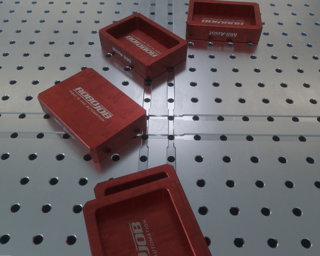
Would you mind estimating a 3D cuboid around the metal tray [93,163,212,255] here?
[{"bbox_3d":[-0.009,0.106,0.315,0.091,0.030,0.130,-14,52,-12],"label":"metal tray"}]

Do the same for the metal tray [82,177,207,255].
[{"bbox_3d":[-0.009,0.114,0.268,0.091,0.030,0.130,-15,52,-12],"label":"metal tray"}]

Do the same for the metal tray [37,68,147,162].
[{"bbox_3d":[-0.092,-0.024,0.424,0.090,0.030,0.130,-36,59,-27],"label":"metal tray"}]

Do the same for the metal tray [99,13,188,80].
[{"bbox_3d":[-0.029,-0.142,0.523,0.090,0.030,0.130,-35,58,-26],"label":"metal tray"}]

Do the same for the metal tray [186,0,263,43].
[{"bbox_3d":[0.116,-0.199,0.571,0.131,0.030,0.090,5,50,4],"label":"metal tray"}]
